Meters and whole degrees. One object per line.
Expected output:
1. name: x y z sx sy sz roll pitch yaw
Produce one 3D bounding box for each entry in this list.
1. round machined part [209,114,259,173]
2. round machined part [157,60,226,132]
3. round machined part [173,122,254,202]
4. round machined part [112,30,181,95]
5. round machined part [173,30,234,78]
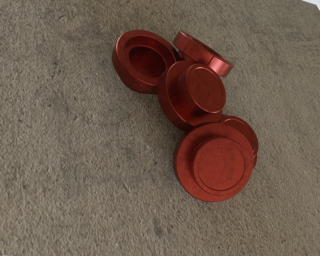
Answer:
1. round machined part: 0.098 0.021 0.436 0.099 0.042 0.098 14 56 -21
2. round machined part: 0.048 -0.045 0.407 0.099 0.042 0.098 14 64 -32
3. round machined part: 0.068 0.043 0.374 0.099 0.042 0.097 -1 95 -9
4. round machined part: -0.021 -0.087 0.438 0.099 0.042 0.098 14 56 -21
5. round machined part: 0.060 -0.105 0.475 0.098 0.042 0.098 29 21 -12
